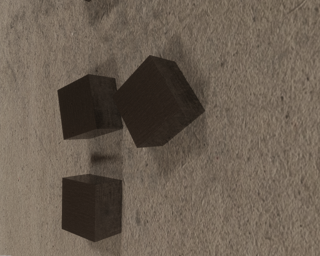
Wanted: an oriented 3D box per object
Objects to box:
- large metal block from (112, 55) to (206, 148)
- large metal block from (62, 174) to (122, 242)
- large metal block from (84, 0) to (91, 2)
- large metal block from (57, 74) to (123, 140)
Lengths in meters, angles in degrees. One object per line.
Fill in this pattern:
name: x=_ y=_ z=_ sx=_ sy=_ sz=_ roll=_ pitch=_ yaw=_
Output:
large metal block: x=-0.004 y=-0.031 z=0.390 sx=0.080 sy=0.050 sz=0.080 roll=-42 pitch=65 yaw=32
large metal block: x=-0.104 y=0.117 z=0.472 sx=0.080 sy=0.050 sz=0.079 roll=2 pitch=91 yaw=39
large metal block: x=-0.114 y=-0.259 z=0.480 sx=0.080 sy=0.050 sz=0.080 roll=-21 pitch=77 yaw=37
large metal block: x=-0.108 y=-0.029 z=0.475 sx=0.080 sy=0.050 sz=0.080 roll=-16 pitch=80 yaw=38
